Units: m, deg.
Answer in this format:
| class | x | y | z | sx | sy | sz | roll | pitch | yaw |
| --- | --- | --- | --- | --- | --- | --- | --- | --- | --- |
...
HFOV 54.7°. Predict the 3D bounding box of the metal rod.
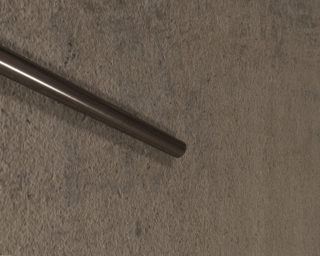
| class | x | y | z | sx | sy | sz | roll | pitch | yaw |
| --- | --- | --- | --- | --- | --- | --- | --- | --- | --- |
| metal rod | -0.079 | -0.027 | 0.339 | 0.301 | 0.025 | 0.025 | 28 | 72 | -37 |
